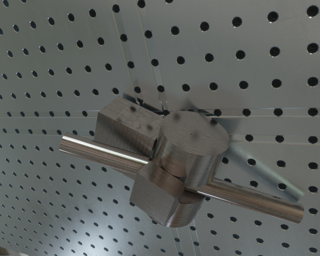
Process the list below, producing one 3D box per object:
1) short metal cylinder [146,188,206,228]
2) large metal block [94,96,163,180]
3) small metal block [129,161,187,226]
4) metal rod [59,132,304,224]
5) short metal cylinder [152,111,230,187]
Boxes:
[{"bbox_3d":[0.019,0.083,0.412,0.080,0.080,0.050,27,128,11],"label":"short metal cylinder"},{"bbox_3d":[-0.040,0.016,0.419,0.080,0.050,0.079,26,128,12],"label":"large metal block"},{"bbox_3d":[-0.003,0.074,0.352,0.050,0.025,0.050,31,129,18],"label":"small metal block"},{"bbox_3d":[0.027,0.061,0.379,0.302,0.025,0.025,17,127,-1],"label":"metal rod"},{"bbox_3d":[0.035,0.023,0.367,0.080,0.080,0.050,25,127,13],"label":"short metal cylinder"}]
